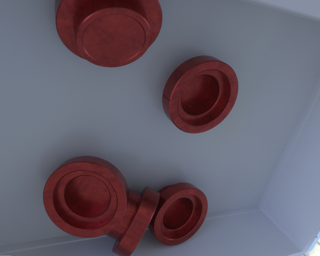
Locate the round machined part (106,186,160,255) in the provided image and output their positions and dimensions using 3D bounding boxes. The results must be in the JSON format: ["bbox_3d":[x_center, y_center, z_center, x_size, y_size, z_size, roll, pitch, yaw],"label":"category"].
[{"bbox_3d":[-0.042,0.124,0.427,0.042,0.098,0.097,29,105,-2],"label":"round machined part"}]

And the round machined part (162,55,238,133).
[{"bbox_3d":[0.047,-0.045,0.395,0.099,0.042,0.097,-14,124,-21],"label":"round machined part"}]

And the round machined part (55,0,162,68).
[{"bbox_3d":[-0.045,-0.095,0.289,0.099,0.042,0.098,-11,148,-7],"label":"round machined part"}]

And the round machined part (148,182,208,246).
[{"bbox_3d":[0.023,0.128,0.482,0.099,0.042,0.097,-13,115,-29],"label":"round machined part"}]

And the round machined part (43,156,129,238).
[{"bbox_3d":[-0.087,0.080,0.381,0.099,0.042,0.097,0,103,2],"label":"round machined part"}]
